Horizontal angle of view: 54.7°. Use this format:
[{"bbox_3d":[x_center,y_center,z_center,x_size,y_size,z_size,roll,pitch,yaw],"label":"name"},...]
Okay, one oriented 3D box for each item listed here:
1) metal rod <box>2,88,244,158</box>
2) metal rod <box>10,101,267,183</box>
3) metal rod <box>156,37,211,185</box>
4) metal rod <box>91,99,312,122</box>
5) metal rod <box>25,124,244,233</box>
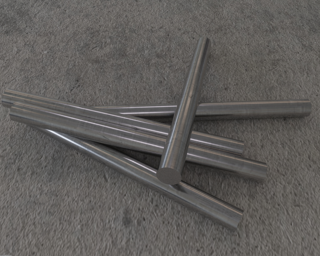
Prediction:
[{"bbox_3d":[-0.048,-0.005,0.388,0.302,0.025,0.025,13,51,3],"label":"metal rod"},{"bbox_3d":[-0.027,0.016,0.366,0.302,0.025,0.025,14,51,2],"label":"metal rod"},{"bbox_3d":[0.041,-0.048,0.412,0.025,0.025,0.301,10,41,8],"label":"metal rod"},{"bbox_3d":[0.052,-0.022,0.421,0.302,0.025,0.025,-2,50,-2],"label":"metal rod"},{"bbox_3d":[-0.048,0.040,0.369,0.301,0.025,0.025,24,54,18],"label":"metal rod"}]
